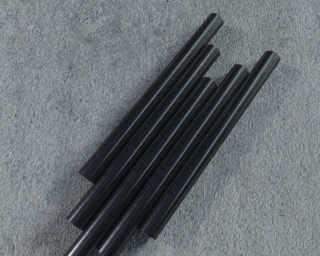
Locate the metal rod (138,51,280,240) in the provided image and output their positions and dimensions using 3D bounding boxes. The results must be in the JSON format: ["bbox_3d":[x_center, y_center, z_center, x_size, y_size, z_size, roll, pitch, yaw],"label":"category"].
[{"bbox_3d":[0.073,0.011,0.406,0.025,0.025,0.300,35,73,11],"label":"metal rod"}]

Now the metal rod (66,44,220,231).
[{"bbox_3d":[-0.012,0.001,0.409,0.025,0.025,0.300,35,73,11],"label":"metal rod"}]

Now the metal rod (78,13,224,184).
[{"bbox_3d":[-0.003,-0.051,0.428,0.025,0.025,0.300,35,73,11],"label":"metal rod"}]

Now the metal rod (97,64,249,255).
[{"bbox_3d":[0.026,0.032,0.398,0.025,0.025,0.300,35,73,11],"label":"metal rod"}]

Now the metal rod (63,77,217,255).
[{"bbox_3d":[-0.019,0.050,0.391,0.025,0.025,0.300,35,73,11],"label":"metal rod"}]
